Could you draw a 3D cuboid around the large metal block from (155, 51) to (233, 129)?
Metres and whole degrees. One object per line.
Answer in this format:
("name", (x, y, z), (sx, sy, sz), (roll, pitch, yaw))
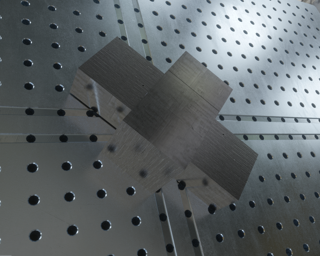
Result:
("large metal block", (0.036, -0.042, 0.420), (0.080, 0.080, 0.050), (39, 51, -2))

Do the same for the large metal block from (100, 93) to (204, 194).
("large metal block", (-0.011, 0.021, 0.356), (0.080, 0.080, 0.050), (39, 51, -2))

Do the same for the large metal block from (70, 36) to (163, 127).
("large metal block", (-0.053, -0.057, 0.396), (0.080, 0.050, 0.080), (38, 52, -3))

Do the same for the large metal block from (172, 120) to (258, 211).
("large metal block", (0.070, 0.046, 0.403), (0.080, 0.050, 0.080), (39, 52, -2))

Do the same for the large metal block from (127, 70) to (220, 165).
("large metal block", (0.012, -0.011, 0.388), (0.080, 0.080, 0.050), (39, 51, -2))
